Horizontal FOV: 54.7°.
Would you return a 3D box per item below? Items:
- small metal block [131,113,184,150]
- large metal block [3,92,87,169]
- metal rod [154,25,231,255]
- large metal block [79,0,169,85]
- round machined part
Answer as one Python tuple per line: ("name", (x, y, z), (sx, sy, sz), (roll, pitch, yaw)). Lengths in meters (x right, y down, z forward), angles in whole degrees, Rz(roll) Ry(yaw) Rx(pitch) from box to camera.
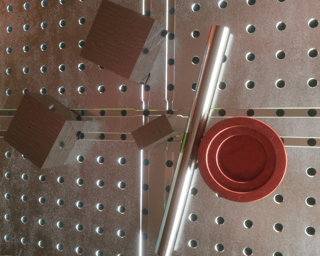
("small metal block", (-0.001, 0.005, 0.400), (0.050, 0.050, 0.025), (-29, 81, 17))
("large metal block", (-0.170, 0.003, 0.459), (0.080, 0.050, 0.080), (33, 101, 17))
("metal rod", (0.040, 0.021, 0.398), (0.025, 0.025, 0.298), (16, 95, 19))
("large metal block", (-0.048, -0.114, 0.416), (0.080, 0.050, 0.080), (28, 99, 17))
("round machined part", (0.098, 0.035, 0.369), (0.098, 0.042, 0.097), (0, 90, 20))
